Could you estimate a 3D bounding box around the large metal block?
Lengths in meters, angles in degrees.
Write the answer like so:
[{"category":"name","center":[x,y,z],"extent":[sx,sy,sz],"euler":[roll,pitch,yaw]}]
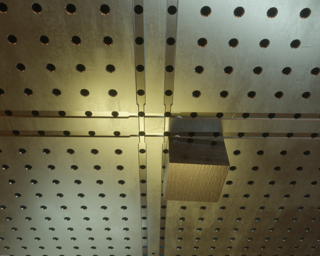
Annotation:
[{"category":"large metal block","center":[0.049,0.062,0.449],"extent":[0.081,0.050,0.079],"euler":[3,130,-4]}]
